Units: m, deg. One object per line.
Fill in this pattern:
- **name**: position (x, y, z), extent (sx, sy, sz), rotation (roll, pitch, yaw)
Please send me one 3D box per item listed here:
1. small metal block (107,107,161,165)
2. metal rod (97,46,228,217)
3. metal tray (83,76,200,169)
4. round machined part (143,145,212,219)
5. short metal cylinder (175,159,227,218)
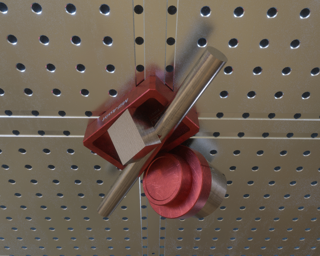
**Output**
- **small metal block**: position (-0.032, 0.010, 0.375), extent (0.025, 0.050, 0.050), rotation (-9, 156, -45)
- **metal rod**: position (-0.014, 0.026, 0.394), extent (0.025, 0.025, 0.298), rotation (22, 127, -18)
- **metal tray**: position (-0.025, 0.002, 0.409), extent (0.130, 0.030, 0.090), rotation (-35, 122, 26)
- **round machined part**: position (0.015, 0.069, 0.409), extent (0.098, 0.098, 0.042), rotation (-38, 143, 27)
- **short metal cylinder**: position (0.048, 0.081, 0.444), extent (0.080, 0.080, 0.050), rotation (-36, 122, 26)
